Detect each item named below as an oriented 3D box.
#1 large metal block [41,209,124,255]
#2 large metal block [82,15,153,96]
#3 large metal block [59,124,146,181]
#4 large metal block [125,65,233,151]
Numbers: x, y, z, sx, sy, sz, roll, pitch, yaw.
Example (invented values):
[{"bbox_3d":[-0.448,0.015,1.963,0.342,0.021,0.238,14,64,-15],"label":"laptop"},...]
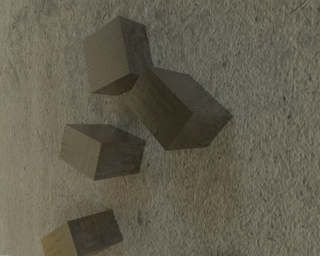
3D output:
[{"bbox_3d":[-0.117,0.168,0.466,0.080,0.081,0.050,-37,67,34],"label":"large metal block"},{"bbox_3d":[-0.059,-0.097,0.438,0.080,0.050,0.080,-19,78,38],"label":"large metal block"},{"bbox_3d":[-0.080,0.030,0.436,0.080,0.081,0.050,22,104,38],"label":"large metal block"},{"bbox_3d":[0.022,-0.022,0.351,0.080,0.081,0.050,49,119,28],"label":"large metal block"}]
